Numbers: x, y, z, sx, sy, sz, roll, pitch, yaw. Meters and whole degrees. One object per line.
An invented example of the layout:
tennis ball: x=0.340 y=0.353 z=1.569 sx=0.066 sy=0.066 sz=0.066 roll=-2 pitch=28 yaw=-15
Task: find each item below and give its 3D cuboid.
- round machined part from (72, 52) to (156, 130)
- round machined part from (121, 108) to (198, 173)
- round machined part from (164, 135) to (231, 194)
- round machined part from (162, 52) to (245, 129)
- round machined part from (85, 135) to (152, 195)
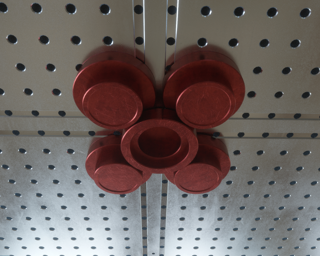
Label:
round machined part: x=-0.054 y=-0.036 z=0.368 sx=0.099 sy=0.042 sz=0.097 roll=-1 pitch=130 yaw=0
round machined part: x=-0.001 y=0.013 z=0.409 sx=0.099 sy=0.042 sz=0.097 roll=-1 pitch=130 yaw=0
round machined part: x=0.054 y=0.059 z=0.451 sx=0.099 sy=0.042 sz=0.097 roll=-1 pitch=130 yaw=0
round machined part: x=0.052 y=-0.037 z=0.369 sx=0.099 sy=0.042 sz=0.097 roll=-1 pitch=130 yaw=0
round machined part: x=-0.059 y=0.060 z=0.451 sx=0.099 sy=0.042 sz=0.097 roll=-1 pitch=130 yaw=0
